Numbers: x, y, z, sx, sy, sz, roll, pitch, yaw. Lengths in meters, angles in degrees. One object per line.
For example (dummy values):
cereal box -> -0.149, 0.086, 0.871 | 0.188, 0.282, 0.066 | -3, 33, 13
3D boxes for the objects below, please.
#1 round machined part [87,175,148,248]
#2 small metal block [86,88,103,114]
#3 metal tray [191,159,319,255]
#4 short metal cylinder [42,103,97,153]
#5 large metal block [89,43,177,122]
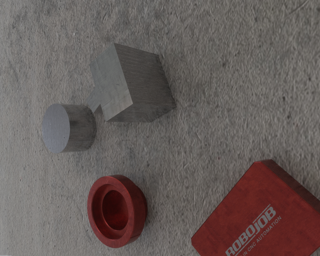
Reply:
round machined part -> -0.056, 0.115, 0.440 | 0.098, 0.042, 0.097 | 0, 90, 40
small metal block -> -0.069, -0.046, 0.446 | 0.050, 0.050, 0.025 | -48, 62, 29
metal tray -> 0.101, 0.108, 0.319 | 0.090, 0.030, 0.129 | 46, 117, 30
short metal cylinder -> -0.151, 0.001, 0.513 | 0.080, 0.050, 0.080 | 0, 90, 40
large metal block -> -0.034, -0.054, 0.397 | 0.050, 0.081, 0.080 | -29, 72, 36
